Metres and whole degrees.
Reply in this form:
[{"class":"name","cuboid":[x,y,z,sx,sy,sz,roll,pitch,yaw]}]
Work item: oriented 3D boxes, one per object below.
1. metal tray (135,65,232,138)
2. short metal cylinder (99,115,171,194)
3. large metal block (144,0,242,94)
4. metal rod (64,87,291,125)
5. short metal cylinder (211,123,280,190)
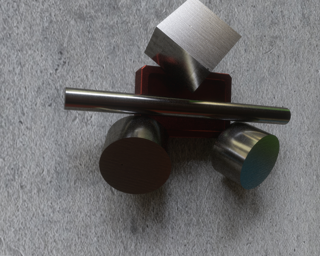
[{"class":"metal tray","cuboid":[0.032,-0.032,0.420,0.131,0.030,0.089,2,89,-20]},{"class":"short metal cylinder","cuboid":[-0.027,0.031,0.367,0.081,0.050,0.079,0,120,0]},{"class":"large metal block","cuboid":[0.041,-0.105,0.389,0.080,0.050,0.080,41,60,0]},{"class":"metal rod","cuboid":[0.037,-0.025,0.392,0.302,0.025,0.025,3,89,-20]},{"class":"short metal cylinder","cuboid":[0.117,0.036,0.423,0.081,0.050,0.079,-20,123,-33]}]
